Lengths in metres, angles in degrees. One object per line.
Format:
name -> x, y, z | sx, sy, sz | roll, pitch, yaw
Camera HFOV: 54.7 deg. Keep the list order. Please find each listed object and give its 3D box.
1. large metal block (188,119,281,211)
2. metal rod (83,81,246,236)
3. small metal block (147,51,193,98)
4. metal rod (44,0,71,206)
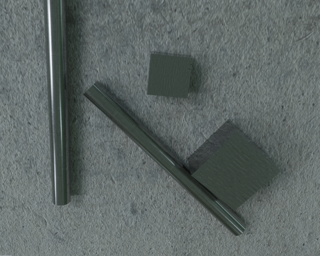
large metal block -> 0.096, 0.049, 0.416 | 0.080, 0.050, 0.080 | 40, 105, -14
metal rod -> 0.016, 0.051, 0.428 | 0.025, 0.025, 0.300 | -42, 105, 13
small metal block -> 0.011, -0.066, 0.386 | 0.050, 0.025, 0.050 | 5, 110, -3
metal rod -> -0.129, -0.035, 0.395 | 0.025, 0.025, 0.298 | 4, 110, -2
